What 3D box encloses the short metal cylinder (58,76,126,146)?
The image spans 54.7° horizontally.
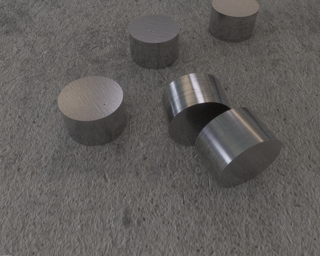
[{"bbox_3d":[-0.086,-0.023,0.405,0.080,0.050,0.080,0,50,0],"label":"short metal cylinder"}]

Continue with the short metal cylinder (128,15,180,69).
[{"bbox_3d":[-0.009,-0.141,0.505,0.080,0.050,0.080,0,50,0],"label":"short metal cylinder"}]

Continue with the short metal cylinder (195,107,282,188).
[{"bbox_3d":[0.087,0.023,0.349,0.081,0.080,0.050,-20,53,-16],"label":"short metal cylinder"}]

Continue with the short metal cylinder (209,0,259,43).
[{"bbox_3d":[0.130,-0.197,0.553,0.080,0.050,0.080,0,50,0],"label":"short metal cylinder"}]

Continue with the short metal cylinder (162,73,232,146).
[{"bbox_3d":[0.046,-0.022,0.386,0.081,0.080,0.050,-7,51,-6],"label":"short metal cylinder"}]
